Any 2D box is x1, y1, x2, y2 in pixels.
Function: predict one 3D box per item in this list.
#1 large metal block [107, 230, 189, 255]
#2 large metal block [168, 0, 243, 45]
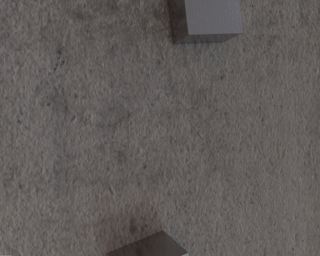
[{"bbox_3d":[-0.012,0.175,0.377,0.081,0.080,0.050,-16,96,-20],"label":"large metal block"},{"bbox_3d":[0.059,-0.160,0.419,0.081,0.050,0.079,-8,93,-20],"label":"large metal block"}]
